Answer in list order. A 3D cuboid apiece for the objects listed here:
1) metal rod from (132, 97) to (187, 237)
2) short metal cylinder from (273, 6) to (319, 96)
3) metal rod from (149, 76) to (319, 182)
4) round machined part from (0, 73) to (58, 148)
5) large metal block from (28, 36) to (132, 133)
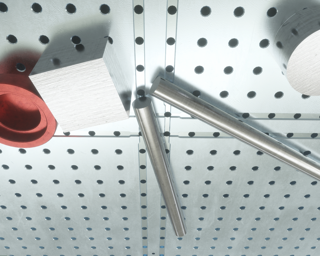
[{"bbox_3d":[0.008,0.079,0.479,0.025,0.025,0.298,-9,130,7],"label":"metal rod"},{"bbox_3d":[0.168,-0.081,0.329,0.081,0.050,0.079,0,130,0],"label":"short metal cylinder"},{"bbox_3d":[0.121,0.010,0.421,0.302,0.025,0.025,25,125,-21],"label":"metal rod"},{"bbox_3d":[-0.171,-0.025,0.377,0.099,0.042,0.097,-1,130,0],"label":"round machined part"},{"bbox_3d":[-0.085,-0.048,0.353,0.080,0.050,0.080,-12,129,9],"label":"large metal block"}]
